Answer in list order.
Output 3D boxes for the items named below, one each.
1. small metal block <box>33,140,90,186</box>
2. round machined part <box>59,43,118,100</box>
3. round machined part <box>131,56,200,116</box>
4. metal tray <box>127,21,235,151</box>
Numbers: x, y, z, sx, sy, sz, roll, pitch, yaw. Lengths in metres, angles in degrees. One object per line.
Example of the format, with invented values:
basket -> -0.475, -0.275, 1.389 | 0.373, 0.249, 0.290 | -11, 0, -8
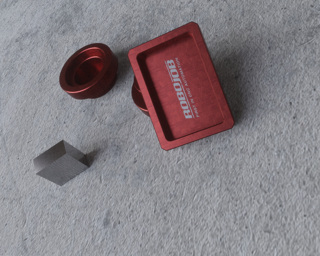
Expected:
small metal block -> -0.135, 0.049, 0.427 | 0.050, 0.050, 0.025 | -33, 52, 6
round machined part -> -0.110, -0.086, 0.501 | 0.098, 0.042, 0.098 | -13, 56, 20
round machined part -> 0.003, -0.065, 0.430 | 0.098, 0.042, 0.098 | -13, 56, 20
metal tray -> 0.026, -0.048, 0.372 | 0.090, 0.030, 0.129 | -21, 88, 15
